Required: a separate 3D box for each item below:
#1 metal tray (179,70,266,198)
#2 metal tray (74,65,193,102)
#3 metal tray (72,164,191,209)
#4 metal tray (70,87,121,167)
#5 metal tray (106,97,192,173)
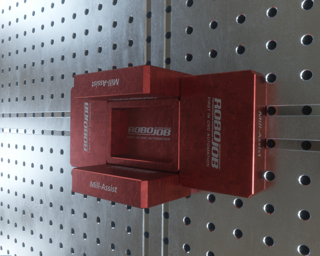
[{"bbox_3d":[0.068,0.005,0.347,0.090,0.030,0.129,1,91,38],"label":"metal tray"},{"bbox_3d":[-0.035,-0.052,0.394,0.130,0.091,0.030,1,91,39],"label":"metal tray"},{"bbox_3d":[-0.037,0.068,0.394,0.130,0.091,0.030,1,91,39],"label":"metal tray"},{"bbox_3d":[-0.102,-0.001,0.487,0.090,0.030,0.129,1,91,39],"label":"metal tray"},{"bbox_3d":[-0.018,0.007,0.416,0.130,0.030,0.089,1,91,39],"label":"metal tray"}]
